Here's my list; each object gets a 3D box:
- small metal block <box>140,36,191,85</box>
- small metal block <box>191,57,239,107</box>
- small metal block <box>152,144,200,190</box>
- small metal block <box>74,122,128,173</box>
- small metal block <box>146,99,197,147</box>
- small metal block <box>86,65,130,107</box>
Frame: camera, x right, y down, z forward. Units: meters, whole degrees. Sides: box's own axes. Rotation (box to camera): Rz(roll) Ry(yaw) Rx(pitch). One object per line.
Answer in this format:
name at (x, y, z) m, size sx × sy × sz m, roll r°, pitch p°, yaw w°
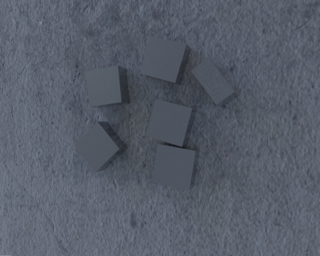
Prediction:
small metal block at (0.008, -0.088, 0.406) m, size 0.050 × 0.025 × 0.050 m, roll 18°, pitch 96°, yaw 18°
small metal block at (0.067, -0.053, 0.372) m, size 0.025 × 0.050 × 0.050 m, roll -38°, pitch 78°, yaw 16°
small metal block at (0.021, 0.049, 0.401) m, size 0.050 × 0.025 × 0.050 m, roll 9°, pitch 93°, yaw 19°
small metal block at (-0.083, 0.026, 0.437) m, size 0.050 × 0.025 × 0.050 m, roll -44°, pitch 77°, yaw 14°
small metal block at (0.015, -0.007, 0.403) m, size 0.050 × 0.025 × 0.050 m, roll 16°, pitch 95°, yaw 19°
small metal block at (-0.073, -0.057, 0.434) m, size 0.050 × 0.025 × 0.050 m, roll -7°, pitch 88°, yaw 19°
